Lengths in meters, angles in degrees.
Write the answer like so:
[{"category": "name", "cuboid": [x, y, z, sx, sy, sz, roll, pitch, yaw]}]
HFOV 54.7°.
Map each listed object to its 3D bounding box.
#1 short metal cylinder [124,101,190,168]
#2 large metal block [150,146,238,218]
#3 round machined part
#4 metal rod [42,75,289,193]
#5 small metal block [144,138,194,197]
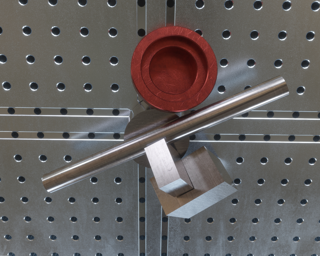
[{"category": "short metal cylinder", "cuboid": [-0.004, 0.006, 0.401, 0.081, 0.050, 0.079, 0, 110, -1]}, {"category": "large metal block", "cuboid": [0.046, 0.074, 0.404, 0.080, 0.050, 0.080, -33, 152, 11]}, {"category": "round machined part", "cuboid": [0.015, -0.066, 0.368, 0.099, 0.042, 0.097, 0, 88, -6]}, {"category": "metal rod", "cuboid": [0.000, 0.011, 0.363, 0.301, 0.025, 0.025, -23, 109, 7]}, {"category": "small metal block", "cuboid": [0.011, 0.046, 0.352, 0.025, 0.050, 0.050, -28, 150, 9]}]
